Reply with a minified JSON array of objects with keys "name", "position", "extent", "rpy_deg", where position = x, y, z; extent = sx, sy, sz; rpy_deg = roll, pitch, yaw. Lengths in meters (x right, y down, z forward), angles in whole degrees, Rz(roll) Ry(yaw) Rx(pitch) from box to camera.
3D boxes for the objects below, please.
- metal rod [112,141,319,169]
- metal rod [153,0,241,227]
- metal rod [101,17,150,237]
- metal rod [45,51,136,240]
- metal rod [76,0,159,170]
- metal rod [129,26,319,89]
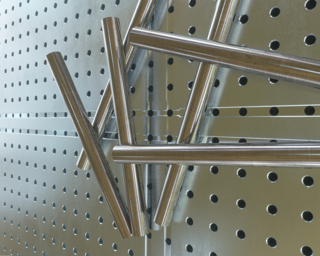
[{"name":"metal rod","position":[0.071,0.028,0.327],"extent":[0.300,0.025,0.025],"rpy_deg":[-3,88,33]},{"name":"metal rod","position":[0.042,-0.018,0.375],"extent":[0.025,0.025,0.298],"rpy_deg":[25,106,37]},{"name":"metal rod","position":[-0.047,-0.001,0.430],"extent":[0.025,0.025,0.298],"rpy_deg":[-7,91,40]},{"name":"metal rod","position":[-0.106,0.021,0.467],"extent":[0.025,0.025,0.299],"rpy_deg":[-30,80,36]},{"name":"metal rod","position":[-0.067,-0.065,0.465],"extent":[0.025,0.025,0.298],"rpy_deg":[38,113,33]},{"name":"metal rod","position":[0.092,-0.067,0.309],"extent":[0.300,0.025,0.025],"rpy_deg":[21,103,30]}]
